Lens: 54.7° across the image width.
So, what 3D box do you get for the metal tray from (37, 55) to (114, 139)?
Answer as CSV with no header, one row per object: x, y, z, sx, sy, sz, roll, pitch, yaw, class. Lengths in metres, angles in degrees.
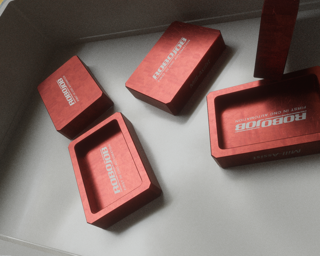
-0.142,-0.054,0.508,0.090,0.030,0.130,-40,51,1,metal tray

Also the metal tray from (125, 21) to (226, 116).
0.022,-0.090,0.445,0.090,0.030,0.130,27,76,37,metal tray

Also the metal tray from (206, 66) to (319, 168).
0.121,-0.011,0.344,0.130,0.030,0.090,-12,57,21,metal tray

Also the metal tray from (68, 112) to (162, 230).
-0.063,0.051,0.402,0.090,0.030,0.130,-33,52,6,metal tray

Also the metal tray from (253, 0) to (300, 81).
0.133,-0.128,0.342,0.030,0.090,0.130,11,56,18,metal tray
